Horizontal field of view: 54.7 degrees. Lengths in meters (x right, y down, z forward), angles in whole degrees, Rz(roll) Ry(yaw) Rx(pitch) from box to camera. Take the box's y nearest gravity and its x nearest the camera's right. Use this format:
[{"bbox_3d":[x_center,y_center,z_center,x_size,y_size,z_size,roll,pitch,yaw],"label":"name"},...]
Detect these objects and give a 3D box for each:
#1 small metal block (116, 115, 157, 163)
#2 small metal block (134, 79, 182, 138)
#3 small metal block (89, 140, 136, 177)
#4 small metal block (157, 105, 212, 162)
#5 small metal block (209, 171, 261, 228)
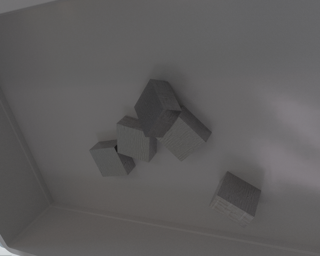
[{"bbox_3d":[-0.032,0.015,0.435,0.050,0.025,0.050,16,125,19],"label":"small metal block"},{"bbox_3d":[-0.004,-0.023,0.379,0.050,0.025,0.050,-55,44,39],"label":"small metal block"},{"bbox_3d":[-0.073,0.046,0.476,0.050,0.025,0.050,-9,114,32],"label":"small metal block"},{"bbox_3d":[0.029,0.008,0.398,0.050,0.025,0.050,44,129,-3],"label":"small metal block"},{"bbox_3d":[0.097,0.090,0.397,0.050,0.050,0.025,30,128,9],"label":"small metal block"}]
